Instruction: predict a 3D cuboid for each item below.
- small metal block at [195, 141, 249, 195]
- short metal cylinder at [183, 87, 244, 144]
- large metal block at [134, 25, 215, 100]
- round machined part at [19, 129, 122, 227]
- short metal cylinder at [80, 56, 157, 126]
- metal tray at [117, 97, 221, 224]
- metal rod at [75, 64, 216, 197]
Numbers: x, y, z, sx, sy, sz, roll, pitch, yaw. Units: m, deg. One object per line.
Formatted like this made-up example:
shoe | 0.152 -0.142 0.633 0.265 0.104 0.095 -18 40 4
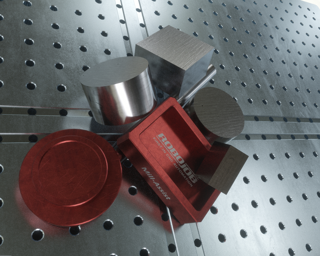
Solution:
small metal block | 0.071 0.045 0.365 0.025 0.050 0.050 32 87 -11
short metal cylinder | 0.070 -0.011 0.435 0.081 0.050 0.080 14 56 -21
large metal block | 0.019 -0.097 0.446 0.080 0.050 0.080 32 49 18
round machined part | -0.087 0.046 0.306 0.099 0.042 0.098 4 68 -10
short metal cylinder | -0.048 -0.046 0.368 0.080 0.050 0.080 -9 33 6
metal tray | 0.021 0.038 0.375 0.130 0.030 0.090 52 51 -7
metal rod | -0.004 -0.013 0.416 0.025 0.025 0.302 44 52 2
